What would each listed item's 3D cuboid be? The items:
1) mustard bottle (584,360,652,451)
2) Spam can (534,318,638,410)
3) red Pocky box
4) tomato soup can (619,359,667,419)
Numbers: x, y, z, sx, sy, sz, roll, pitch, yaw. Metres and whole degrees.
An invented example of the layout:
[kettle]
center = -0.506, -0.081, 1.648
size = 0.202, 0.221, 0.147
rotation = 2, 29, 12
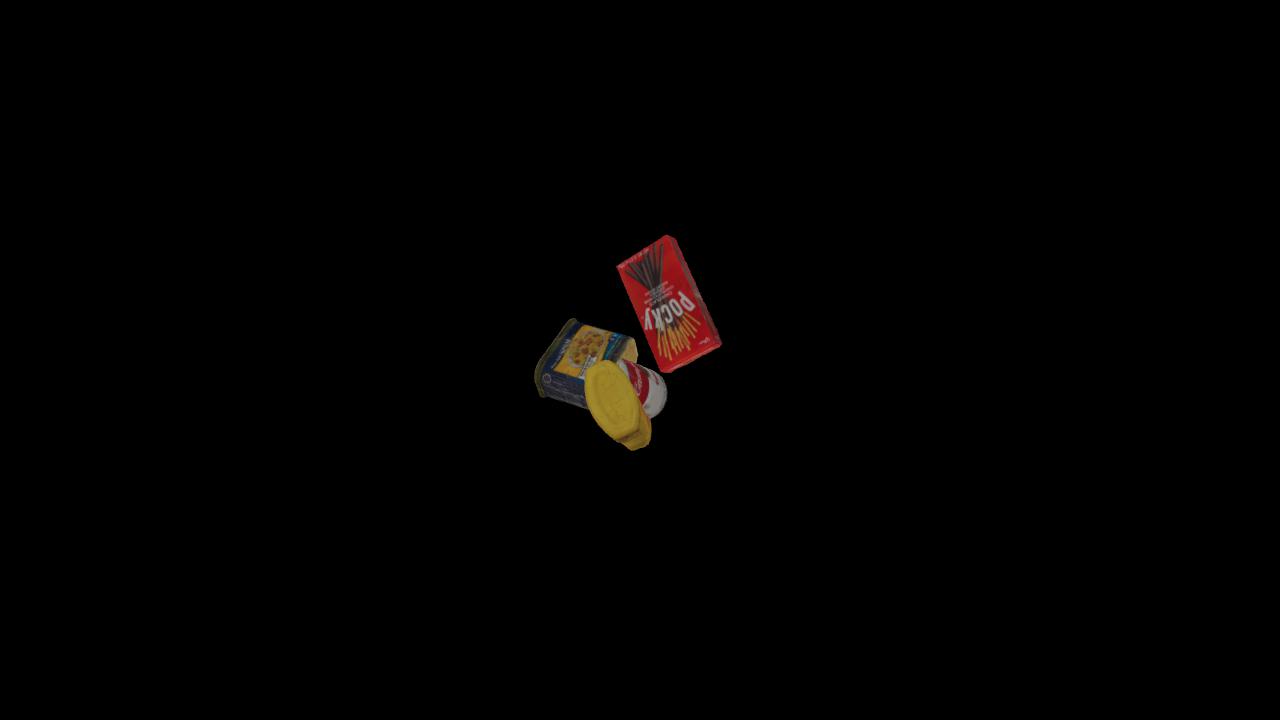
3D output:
[mustard bottle]
center = -0.019, 0.064, 0.741
size = 0.054, 0.092, 0.184
rotation = -30, -17, -1
[Spam can]
center = -0.061, 0.007, 0.722
size = 0.085, 0.101, 0.058
rotation = 16, -36, 20
[red Pocky box]
center = 0.035, -0.070, 0.765
size = 0.083, 0.155, 0.028
rotation = -29, -15, 24
[tomato soup can]
center = -0.017, 0.035, 0.742
size = 0.068, 0.068, 0.101
rotation = 0, -12, 30
